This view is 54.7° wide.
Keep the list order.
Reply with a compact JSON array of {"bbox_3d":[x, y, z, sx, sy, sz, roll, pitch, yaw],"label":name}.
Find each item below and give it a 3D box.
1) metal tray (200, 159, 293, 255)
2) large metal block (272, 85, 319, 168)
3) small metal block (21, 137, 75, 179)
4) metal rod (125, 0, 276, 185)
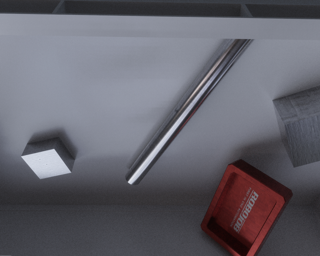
[{"bbox_3d":[0.123,0.123,0.457,0.030,0.090,0.129,-13,129,-49],"label":"metal tray"},{"bbox_3d":[0.197,-0.004,0.393,0.080,0.050,0.080,-18,128,14],"label":"large metal block"},{"bbox_3d":[-0.159,0.044,0.444,0.050,0.025,0.050,-13,129,10],"label":"small metal block"},{"bbox_3d":[0.032,-0.022,0.390,0.025,0.025,0.298,23,126,-19],"label":"metal rod"}]
